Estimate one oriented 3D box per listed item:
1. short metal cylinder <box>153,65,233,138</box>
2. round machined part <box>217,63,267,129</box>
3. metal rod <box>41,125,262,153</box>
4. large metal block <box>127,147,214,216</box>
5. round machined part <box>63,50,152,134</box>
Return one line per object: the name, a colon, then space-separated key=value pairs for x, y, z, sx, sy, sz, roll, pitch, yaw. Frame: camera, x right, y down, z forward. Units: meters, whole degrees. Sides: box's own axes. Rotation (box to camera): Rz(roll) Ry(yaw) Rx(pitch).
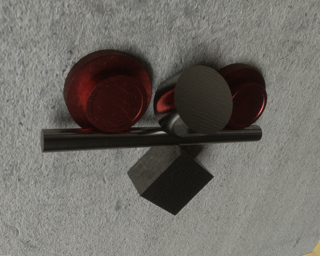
short metal cylinder: x=0.039 y=-0.029 z=0.372 sx=0.081 sy=0.050 sz=0.080 roll=4 pitch=81 yaw=-27
round machined part: x=0.110 y=-0.037 z=0.434 sx=0.099 sy=0.042 sz=0.097 roll=-14 pitch=124 yaw=-21
metal rod: x=0.011 y=0.011 z=0.393 sx=0.303 sy=0.025 sz=0.025 roll=-1 pitch=119 yaw=-28
large metal block: x=0.015 y=0.066 z=0.439 sx=0.080 sy=0.050 sz=0.080 roll=-46 pitch=129 yaw=4
round machined part: x=-0.053 y=-0.034 z=0.346 sx=0.099 sy=0.042 sz=0.097 roll=-14 pitch=124 yaw=-21
